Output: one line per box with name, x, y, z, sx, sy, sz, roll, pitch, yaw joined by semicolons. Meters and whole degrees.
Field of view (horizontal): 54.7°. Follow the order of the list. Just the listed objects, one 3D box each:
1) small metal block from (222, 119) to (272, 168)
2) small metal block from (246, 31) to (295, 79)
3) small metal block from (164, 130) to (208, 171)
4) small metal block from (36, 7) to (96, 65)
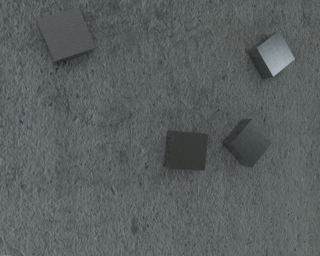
small metal block;0.128;0.022;0.456;0.050;0.025;0.050;-47;105;-14
small metal block;0.168;-0.110;0.471;0.050;0.025;0.050;-38;102;-16
small metal block;0.035;0.031;0.422;0.050;0.025;0.050;6;88;-20
small metal block;-0.111;-0.109;0.368;0.050;0.025;0.050;-24;98;-18
